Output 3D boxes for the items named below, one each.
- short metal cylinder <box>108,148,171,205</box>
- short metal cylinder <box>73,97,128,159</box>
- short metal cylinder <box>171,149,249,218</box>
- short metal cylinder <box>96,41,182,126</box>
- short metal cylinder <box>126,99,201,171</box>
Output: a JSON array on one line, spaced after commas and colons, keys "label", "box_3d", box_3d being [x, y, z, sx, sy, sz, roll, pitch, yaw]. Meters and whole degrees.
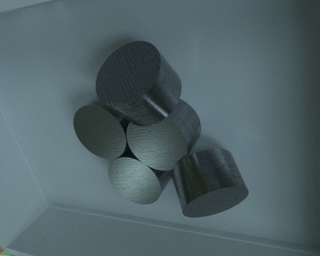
[{"label": "short metal cylinder", "box_3d": [-0.025, 0.061, 0.439, 0.080, 0.050, 0.079, 13, 124, 20]}, {"label": "short metal cylinder", "box_3d": [-0.069, -0.005, 0.421, 0.080, 0.050, 0.079, 13, 124, 20]}, {"label": "short metal cylinder", "box_3d": [0.059, 0.068, 0.374, 0.081, 0.050, 0.080, -12, 145, -8]}, {"label": "short metal cylinder", "box_3d": [-0.023, -0.048, 0.343, 0.080, 0.080, 0.050, -3, 155, 29]}, {"label": "short metal cylinder", "box_3d": [0.005, 0.006, 0.390, 0.080, 0.050, 0.079, 13, 124, 20]}]
